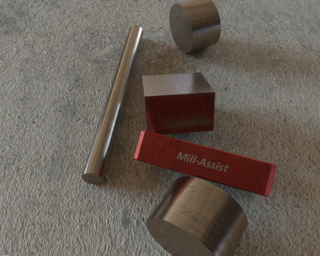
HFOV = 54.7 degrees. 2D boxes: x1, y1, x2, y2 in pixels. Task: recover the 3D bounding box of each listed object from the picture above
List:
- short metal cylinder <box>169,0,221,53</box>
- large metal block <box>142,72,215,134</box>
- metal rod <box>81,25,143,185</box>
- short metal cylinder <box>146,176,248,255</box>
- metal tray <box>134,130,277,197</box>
[{"bbox_3d":[0.056,-0.169,0.510,0.050,0.080,0.080,-21,53,-16],"label":"short metal cylinder"},{"bbox_3d":[0.020,-0.034,0.397,0.081,0.050,0.080,-4,26,-4],"label":"large metal block"},{"bbox_3d":[-0.059,-0.056,0.449,0.025,0.025,0.300,5,50,4],"label":"metal rod"},{"bbox_3d":[0.034,0.091,0.291,0.080,0.080,0.050,27,55,21],"label":"short metal cylinder"},{"bbox_3d":[0.047,0.036,0.330,0.131,0.090,0.030,14,87,11],"label":"metal tray"}]
